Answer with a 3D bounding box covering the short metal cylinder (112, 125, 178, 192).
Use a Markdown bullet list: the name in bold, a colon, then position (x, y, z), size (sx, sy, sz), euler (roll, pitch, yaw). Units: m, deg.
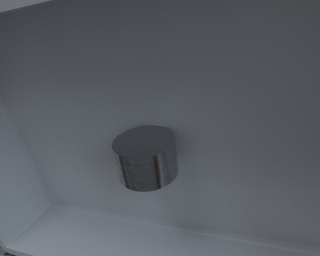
- **short metal cylinder**: position (-0.018, 0.038, 0.405), size (0.080, 0.080, 0.050), euler (7, 121, 24)
